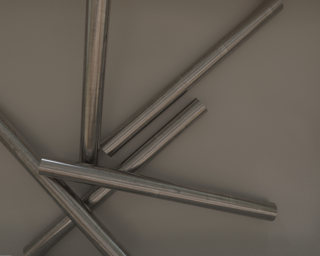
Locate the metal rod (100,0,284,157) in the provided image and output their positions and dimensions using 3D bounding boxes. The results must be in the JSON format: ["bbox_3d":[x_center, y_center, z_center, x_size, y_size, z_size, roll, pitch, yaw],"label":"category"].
[{"bbox_3d":[0.041,-0.069,0.411,0.300,0.025,0.025,-41,91,-1],"label":"metal rod"}]

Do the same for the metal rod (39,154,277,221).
[{"bbox_3d":[0.004,0.078,0.392,0.302,0.025,0.025,13,90,-8],"label":"metal rod"}]

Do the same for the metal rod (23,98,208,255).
[{"bbox_3d":[-0.058,0.068,0.410,0.300,0.025,0.025,-41,91,-1],"label":"metal rod"}]

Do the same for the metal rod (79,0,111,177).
[{"bbox_3d":[-0.073,-0.072,0.346,0.025,0.025,0.298,10,116,-1],"label":"metal rod"}]

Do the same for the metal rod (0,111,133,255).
[{"bbox_3d":[-0.143,0.063,0.391,0.025,0.025,0.300,-45,83,0],"label":"metal rod"}]
